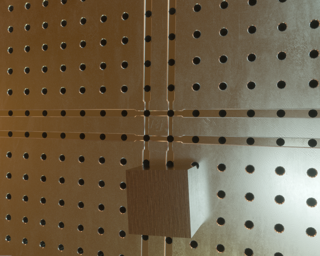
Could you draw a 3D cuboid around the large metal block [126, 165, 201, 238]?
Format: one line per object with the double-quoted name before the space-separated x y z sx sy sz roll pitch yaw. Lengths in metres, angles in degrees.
"large metal block" 0.005 0.090 0.398 0.080 0.050 0.080 -3 89 20
